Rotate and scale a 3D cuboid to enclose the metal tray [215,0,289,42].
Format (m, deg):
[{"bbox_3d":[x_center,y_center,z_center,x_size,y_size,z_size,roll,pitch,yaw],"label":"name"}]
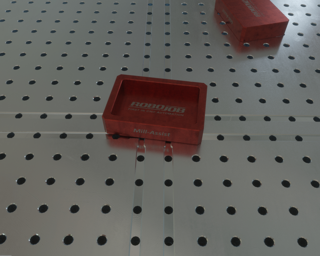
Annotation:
[{"bbox_3d":[0.171,-0.219,0.591,0.091,0.030,0.130,-12,51,-10],"label":"metal tray"}]

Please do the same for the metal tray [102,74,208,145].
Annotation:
[{"bbox_3d":[-0.004,-0.028,0.427,0.131,0.030,0.090,7,50,5],"label":"metal tray"}]
